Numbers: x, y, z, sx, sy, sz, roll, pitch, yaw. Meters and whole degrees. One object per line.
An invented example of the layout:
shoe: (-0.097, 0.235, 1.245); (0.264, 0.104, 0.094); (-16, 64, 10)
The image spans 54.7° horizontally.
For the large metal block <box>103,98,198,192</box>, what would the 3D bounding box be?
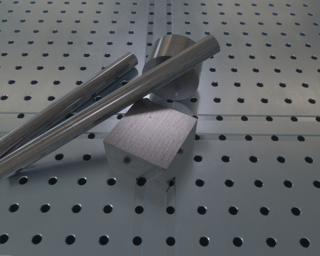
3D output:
large metal block: (-0.009, 0.018, 0.377); (0.080, 0.050, 0.080); (22, 54, 17)

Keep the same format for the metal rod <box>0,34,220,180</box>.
metal rod: (-0.060, -0.028, 0.377); (0.301, 0.025, 0.025); (-31, 55, -4)

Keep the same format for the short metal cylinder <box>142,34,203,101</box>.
short metal cylinder: (0.019, -0.085, 0.444); (0.080, 0.080, 0.050); (9, 51, 8)

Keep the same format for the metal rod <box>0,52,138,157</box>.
metal rod: (-0.141, -0.023, 0.425); (0.025, 0.025, 0.301); (33, 57, 24)
